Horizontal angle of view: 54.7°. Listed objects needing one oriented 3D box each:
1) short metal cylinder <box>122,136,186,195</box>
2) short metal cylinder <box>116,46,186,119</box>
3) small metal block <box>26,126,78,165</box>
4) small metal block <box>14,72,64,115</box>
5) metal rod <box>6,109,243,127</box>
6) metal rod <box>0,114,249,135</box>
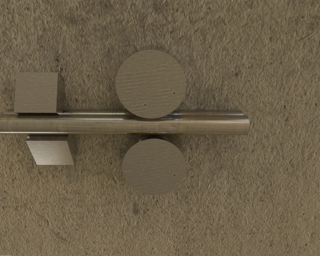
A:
[{"bbox_3d":[-0.007,0.042,0.413,0.081,0.050,0.079,0,110,0],"label":"short metal cylinder"},{"bbox_3d":[-0.010,-0.057,0.376,0.081,0.050,0.079,0,110,0],"label":"short metal cylinder"},{"bbox_3d":[-0.140,0.024,0.408,0.050,0.025,0.050,0,137,-1],"label":"small metal block"},{"bbox_3d":[-0.149,-0.041,0.384,0.050,0.025,0.050,0,83,0],"label":"small metal block"},{"bbox_3d":[-0.045,-0.012,0.406,0.302,0.025,0.025,0,110,-1],"label":"metal rod"},{"bbox_3d":[-0.044,-0.004,0.383,0.302,0.025,0.025,0,110,0],"label":"metal rod"}]
